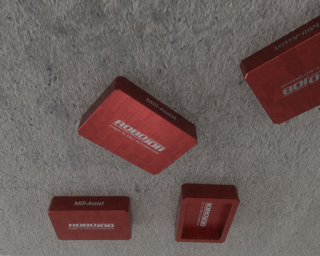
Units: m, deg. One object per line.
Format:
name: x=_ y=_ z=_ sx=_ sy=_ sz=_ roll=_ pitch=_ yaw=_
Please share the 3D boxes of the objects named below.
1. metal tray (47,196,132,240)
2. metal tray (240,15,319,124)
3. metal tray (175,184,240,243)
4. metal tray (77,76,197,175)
metal tray: x=-0.116 y=0.158 z=0.537 sx=0.131 sy=0.030 sz=0.089 roll=0 pitch=130 yaw=0
metal tray: x=0.170 y=-0.068 z=0.348 sx=0.130 sy=0.030 sz=0.090 roll=-29 pitch=125 yaw=22
metal tray: x=0.076 y=0.149 z=0.531 sx=0.091 sy=0.030 sz=0.129 roll=3 pitch=130 yaw=-3
metal tray: x=-0.027 y=0.002 z=0.406 sx=0.130 sy=0.030 sz=0.090 roll=33 pitch=123 yaw=-25
